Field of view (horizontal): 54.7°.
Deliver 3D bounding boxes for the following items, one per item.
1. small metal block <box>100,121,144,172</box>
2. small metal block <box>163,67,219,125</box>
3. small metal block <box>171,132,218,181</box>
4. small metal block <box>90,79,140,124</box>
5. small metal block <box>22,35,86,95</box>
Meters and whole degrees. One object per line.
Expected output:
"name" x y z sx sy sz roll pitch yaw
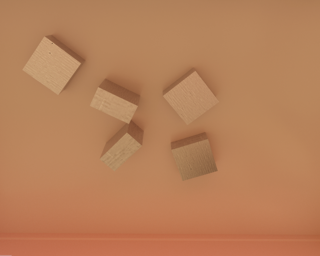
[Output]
"small metal block" -0.049 0.022 0.405 0.050 0.050 0.025 -43 105 14
"small metal block" 0.039 -0.041 0.397 0.050 0.025 0.050 -37 106 12
"small metal block" 0.047 0.039 0.427 0.050 0.025 0.050 -17 110 6
"small metal block" -0.054 -0.034 0.385 0.050 0.050 0.025 25 108 -10
"small metal block" -0.129 -0.078 0.381 0.050 0.025 0.050 37 106 -13
